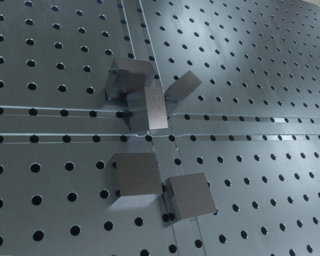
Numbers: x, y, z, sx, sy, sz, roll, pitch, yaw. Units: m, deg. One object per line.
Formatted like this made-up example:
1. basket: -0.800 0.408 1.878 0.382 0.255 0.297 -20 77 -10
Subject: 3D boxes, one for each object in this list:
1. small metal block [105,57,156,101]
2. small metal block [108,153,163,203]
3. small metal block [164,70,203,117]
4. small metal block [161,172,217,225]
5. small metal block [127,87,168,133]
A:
1. small metal block: -0.040 -0.062 0.405 0.050 0.050 0.025 1 47 -28
2. small metal block: -0.029 0.057 0.358 0.050 0.025 0.050 2 61 -27
3. small metal block: 0.026 -0.047 0.434 0.025 0.050 0.050 45 51 2
4. small metal block: 0.034 0.084 0.375 0.050 0.025 0.050 -3 63 -29
5. small metal block: -0.017 -0.021 0.386 0.025 0.050 0.050 -6 87 -31
